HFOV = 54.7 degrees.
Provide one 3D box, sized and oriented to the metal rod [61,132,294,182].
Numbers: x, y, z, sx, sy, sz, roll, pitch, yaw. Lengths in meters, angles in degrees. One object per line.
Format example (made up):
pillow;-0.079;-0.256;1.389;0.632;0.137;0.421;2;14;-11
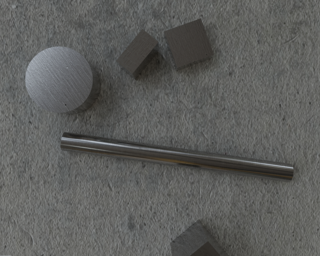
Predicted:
metal rod;0.023;0.039;0.410;0.302;0.025;0.025;8;90;-1

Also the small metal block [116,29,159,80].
small metal block;-0.027;-0.092;0.397;0.025;0.050;0.050;39;90;-1

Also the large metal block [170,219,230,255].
large metal block;0.059;0.172;0.383;0.050;0.080;0.080;-40;91;0

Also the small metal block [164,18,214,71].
small metal block;0.037;-0.109;0.410;0.050;0.025;0.050;-20;90;-1

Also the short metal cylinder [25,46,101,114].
short metal cylinder;-0.121;-0.058;0.396;0.081;0.050;0.079;0;90;-1
